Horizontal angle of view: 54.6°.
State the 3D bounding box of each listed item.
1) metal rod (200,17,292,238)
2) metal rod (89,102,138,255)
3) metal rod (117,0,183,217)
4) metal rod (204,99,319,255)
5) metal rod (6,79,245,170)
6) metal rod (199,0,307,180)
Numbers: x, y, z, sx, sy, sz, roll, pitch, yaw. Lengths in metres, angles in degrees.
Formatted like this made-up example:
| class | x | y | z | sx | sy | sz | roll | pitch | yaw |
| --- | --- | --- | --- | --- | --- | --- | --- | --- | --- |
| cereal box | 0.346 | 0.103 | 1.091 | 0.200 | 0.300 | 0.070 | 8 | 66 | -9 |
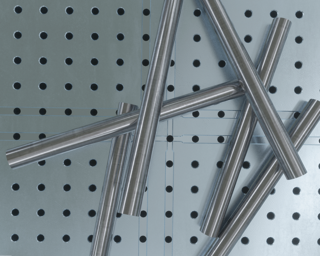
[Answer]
| class | x | y | z | sx | sy | sz | roll | pitch | yaw |
| --- | --- | --- | --- | --- | --- | --- | --- | --- | --- |
| metal rod | 0.114 | -0.001 | 0.414 | 0.025 | 0.025 | 0.299 | 19 | 90 | 0 |
| metal rod | -0.071 | 0.115 | 0.412 | 0.025 | 0.025 | 0.299 | 11 | 90 | 0 |
| metal rod | -0.006 | -0.048 | 0.375 | 0.025 | 0.025 | 0.299 | 11 | 75 | 0 |
| metal rod | 0.128 | 0.092 | 0.414 | 0.025 | 0.025 | 0.299 | 34 | 90 | 0 |
| metal rod | -0.033 | -0.009 | 0.389 | 0.302 | 0.025 | 0.025 | -18 | 90 | -10 |
| metal rod | 0.106 | -0.078 | 0.394 | 0.025 | 0.025 | 0.299 | -24 | 82 | 0 |
